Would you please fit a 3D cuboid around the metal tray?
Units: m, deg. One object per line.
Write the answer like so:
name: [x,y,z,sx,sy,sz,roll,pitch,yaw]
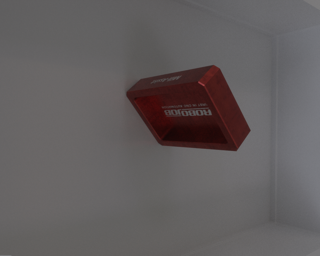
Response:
metal tray: [0.028,-0.019,0.361,0.030,0.130,0.090,-48,119,-29]
